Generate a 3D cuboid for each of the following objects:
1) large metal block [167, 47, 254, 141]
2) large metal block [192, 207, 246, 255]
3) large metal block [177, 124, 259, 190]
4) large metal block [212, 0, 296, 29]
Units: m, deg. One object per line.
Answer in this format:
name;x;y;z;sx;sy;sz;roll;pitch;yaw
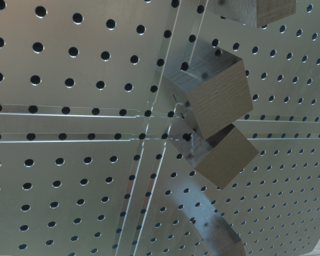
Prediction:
large metal block;0.067;-0.044;0.403;0.080;0.050;0.080;-32;129;-8
large metal block;0.109;0.207;0.562;0.050;0.080;0.080;-30;129;-9
large metal block;0.088;0.034;0.463;0.080;0.050;0.080;-47;129;5
large metal block;0.096;-0.161;0.328;0.050;0.080;0.080;-24;127;-13
